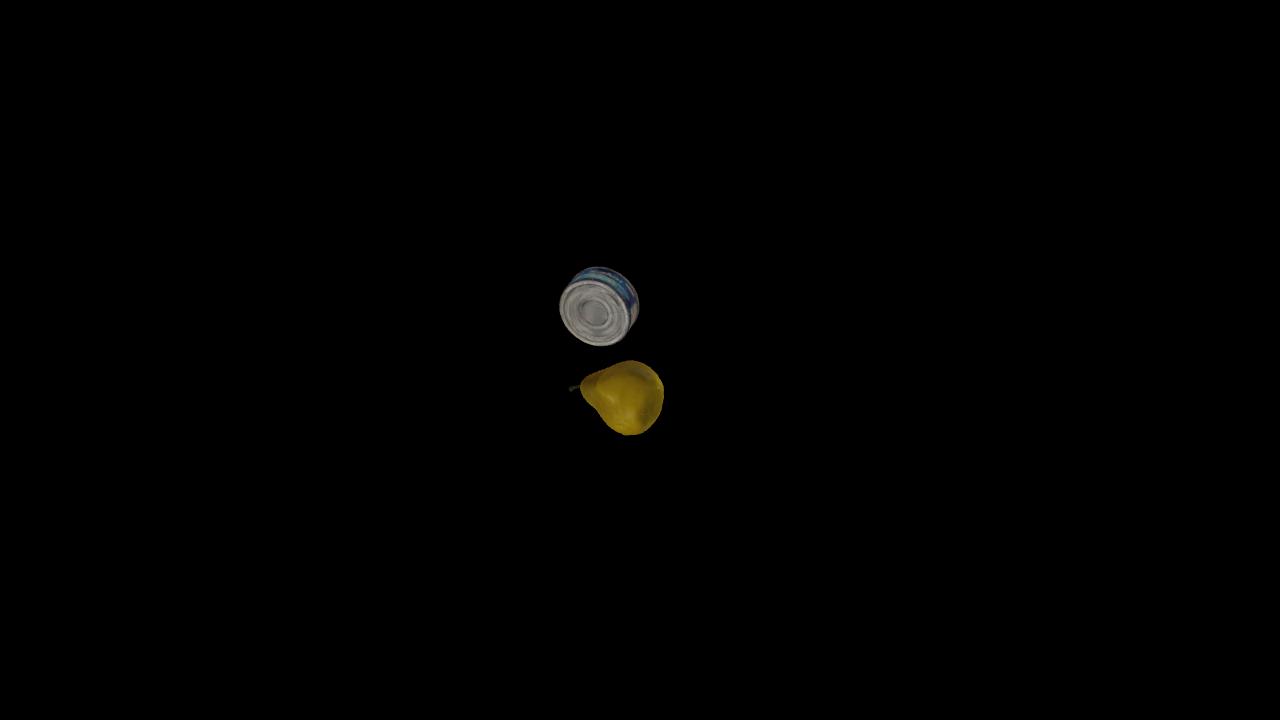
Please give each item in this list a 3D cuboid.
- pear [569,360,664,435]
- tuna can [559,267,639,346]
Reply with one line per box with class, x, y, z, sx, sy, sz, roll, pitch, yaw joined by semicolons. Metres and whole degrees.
pear;-0.029;0.033;0.672;0.111;0.080;0.080;23;11;27
tuna can;-0.045;-0.057;0.673;0.084;0.084;0.034;0;31;20
